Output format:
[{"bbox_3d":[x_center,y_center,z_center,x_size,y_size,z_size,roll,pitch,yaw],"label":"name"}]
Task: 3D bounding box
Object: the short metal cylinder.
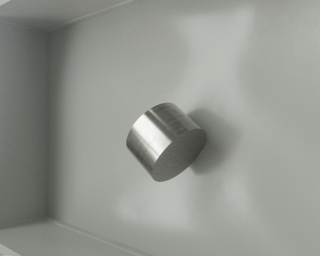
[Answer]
[{"bbox_3d":[0.008,0.017,0.365,0.050,0.081,0.080,45,117,30],"label":"short metal cylinder"}]
